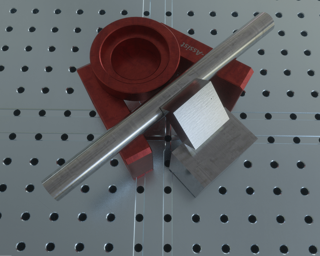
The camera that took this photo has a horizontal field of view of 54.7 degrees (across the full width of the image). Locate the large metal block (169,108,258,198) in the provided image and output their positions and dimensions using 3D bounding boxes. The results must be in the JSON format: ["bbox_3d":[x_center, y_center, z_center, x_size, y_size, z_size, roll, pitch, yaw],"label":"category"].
[{"bbox_3d":[0.059,0.032,0.368,0.080,0.080,0.050,-40,75,-13],"label":"large metal block"}]

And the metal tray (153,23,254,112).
[{"bbox_3d":[0.046,-0.073,0.403,0.130,0.090,0.030,30,74,10],"label":"metal tray"}]

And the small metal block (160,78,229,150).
[{"bbox_3d":[0.037,-0.015,0.317,0.050,0.050,0.025,-41,31,-14],"label":"small metal block"}]

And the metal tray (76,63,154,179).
[{"bbox_3d":[-0.053,-0.008,0.379,0.030,0.090,0.130,-28,73,-10],"label":"metal tray"}]

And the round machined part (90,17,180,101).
[{"bbox_3d":[-0.027,-0.075,0.357,0.099,0.042,0.098,0,70,-1],"label":"round machined part"}]

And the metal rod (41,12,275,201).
[{"bbox_3d":[0.010,-0.032,0.328,0.301,0.025,0.025,-39,75,-13],"label":"metal rod"}]
